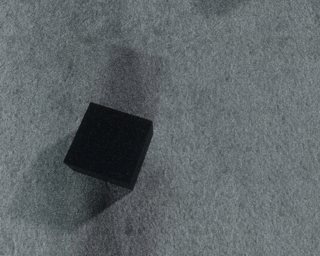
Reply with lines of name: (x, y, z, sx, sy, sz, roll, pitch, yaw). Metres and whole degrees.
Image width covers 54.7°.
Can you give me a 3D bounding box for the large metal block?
large metal block: (-0.060, 0.024, 0.385, 0.080, 0.050, 0.080, 17, 71, 6)
